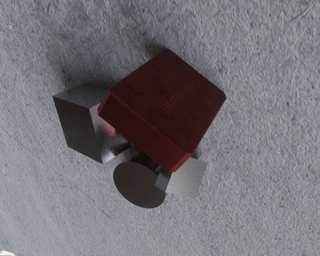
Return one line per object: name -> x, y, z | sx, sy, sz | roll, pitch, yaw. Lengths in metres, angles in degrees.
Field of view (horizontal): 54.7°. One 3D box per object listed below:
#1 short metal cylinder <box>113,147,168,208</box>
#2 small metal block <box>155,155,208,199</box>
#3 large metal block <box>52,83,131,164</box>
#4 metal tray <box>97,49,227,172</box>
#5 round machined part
short metal cylinder -> -0.019, 0.067, 0.443 | 0.080, 0.050, 0.079 | 13, 124, 20
small metal block -> 0.028, 0.060, 0.399 | 0.050, 0.050, 0.025 | 21, 178, -34
large metal block -> -0.091, -0.008, 0.417 | 0.080, 0.050, 0.079 | 18, 128, 38
metal tray -> 0.010, -0.026, 0.317 | 0.090, 0.131, 0.030 | 39, 129, 1
round machined part -> -0.006, -0.008, 0.395 | 0.098, 0.042, 0.097 | 13, 124, 20
